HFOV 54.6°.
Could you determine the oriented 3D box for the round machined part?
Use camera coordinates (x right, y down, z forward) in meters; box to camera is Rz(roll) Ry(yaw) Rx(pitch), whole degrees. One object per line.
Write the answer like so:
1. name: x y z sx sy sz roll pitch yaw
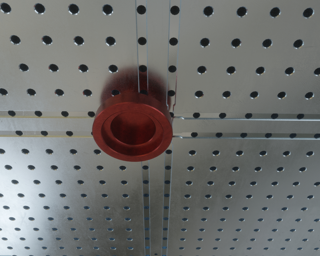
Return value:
1. round machined part: -0.034 -0.005 0.396 0.099 0.042 0.097 0 130 0
